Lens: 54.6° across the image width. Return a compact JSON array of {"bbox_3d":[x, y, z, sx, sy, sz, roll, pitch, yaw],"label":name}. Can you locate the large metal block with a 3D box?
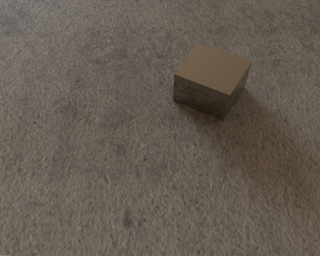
[{"bbox_3d":[0.074,-0.067,0.444,0.080,0.050,0.080,24,54,19],"label":"large metal block"}]
